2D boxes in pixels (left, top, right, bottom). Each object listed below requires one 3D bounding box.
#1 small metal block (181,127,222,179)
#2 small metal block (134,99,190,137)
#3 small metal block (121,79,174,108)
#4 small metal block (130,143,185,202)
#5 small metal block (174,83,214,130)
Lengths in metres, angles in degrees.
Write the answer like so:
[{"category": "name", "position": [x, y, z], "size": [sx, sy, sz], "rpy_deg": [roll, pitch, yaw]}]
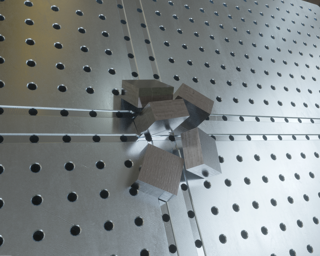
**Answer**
[{"category": "small metal block", "position": [0.054, 0.033, 0.402], "size": [0.050, 0.025, 0.050], "rpy_deg": [31, 44, -48]}, {"category": "small metal block", "position": [0.001, -0.013, 0.399], "size": [0.050, 0.050, 0.025], "rpy_deg": [-9, 70, -32]}, {"category": "small metal block", "position": [-0.017, -0.047, 0.409], "size": [0.050, 0.025, 0.050], "rpy_deg": [-6, 22, -31]}, {"category": "small metal block", "position": [-0.002, 0.054, 0.374], "size": [0.050, 0.025, 0.050], "rpy_deg": [25, 53, -13]}, {"category": "small metal block", "position": [0.038, -0.027, 0.429], "size": [0.050, 0.050, 0.025], "rpy_deg": [29, 52, -10]}]
